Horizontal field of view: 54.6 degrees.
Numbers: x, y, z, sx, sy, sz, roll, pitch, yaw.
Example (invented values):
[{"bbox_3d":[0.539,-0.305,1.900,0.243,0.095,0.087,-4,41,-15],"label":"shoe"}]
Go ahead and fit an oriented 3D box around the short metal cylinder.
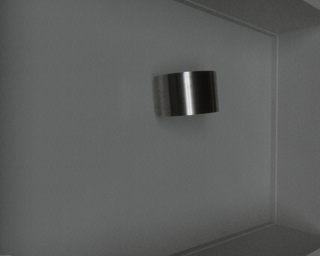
[{"bbox_3d":[0.033,-0.043,0.398,0.081,0.080,0.050,-9,96,-40],"label":"short metal cylinder"}]
